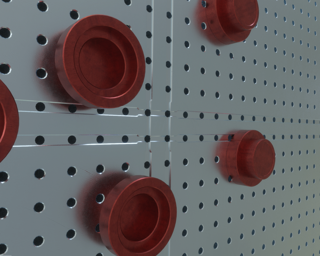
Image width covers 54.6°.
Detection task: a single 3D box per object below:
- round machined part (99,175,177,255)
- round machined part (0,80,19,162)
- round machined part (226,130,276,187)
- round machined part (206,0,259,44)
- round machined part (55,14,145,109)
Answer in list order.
[{"bbox_3d":[-0.030,0.105,0.373,0.099,0.042,0.097,0,90,-40],"label":"round machined part"},{"bbox_3d":[-0.173,-0.006,0.253,0.099,0.042,0.097,0,90,-40],"label":"round machined part"},{"bbox_3d":[0.161,0.052,0.532,0.099,0.042,0.097,0,90,-40],"label":"round machined part"},{"bbox_3d":[0.122,-0.188,0.499,0.099,0.042,0.097,0,90,-40],"label":"round machined part"},{"bbox_3d":[-0.068,-0.069,0.341,0.099,0.042,0.097,0,90,-40],"label":"round machined part"}]
